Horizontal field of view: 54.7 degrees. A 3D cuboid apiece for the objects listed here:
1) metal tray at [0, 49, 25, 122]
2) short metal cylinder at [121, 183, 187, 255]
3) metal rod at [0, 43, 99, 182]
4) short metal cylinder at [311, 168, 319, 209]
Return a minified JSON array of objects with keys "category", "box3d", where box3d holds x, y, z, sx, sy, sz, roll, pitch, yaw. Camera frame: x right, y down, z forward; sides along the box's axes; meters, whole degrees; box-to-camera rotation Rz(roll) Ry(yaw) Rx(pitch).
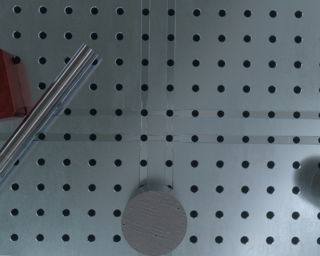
[{"category":"metal tray","box3d":[-0.256,-0.047,0.408,0.131,0.030,0.089,-11,90,0]},{"category":"short metal cylinder","box3d":[-0.007,0.116,0.401,0.081,0.050,0.080,0,90,0]},{"category":"metal rod","box3d":[-0.184,0.014,0.411,0.025,0.025,0.300,38,90,0]},{"category":"short metal cylinder","box3d":[0.249,0.084,0.403,0.081,0.050,0.080,0,90,0]}]
